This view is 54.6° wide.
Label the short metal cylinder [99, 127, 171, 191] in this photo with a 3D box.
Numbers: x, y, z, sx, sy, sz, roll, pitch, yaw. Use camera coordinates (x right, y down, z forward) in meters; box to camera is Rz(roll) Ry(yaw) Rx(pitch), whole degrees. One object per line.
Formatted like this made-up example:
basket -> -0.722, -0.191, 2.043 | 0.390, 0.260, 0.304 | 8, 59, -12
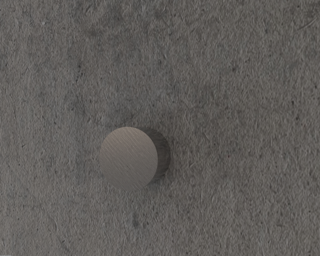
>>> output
short metal cylinder -> -0.032, 0.038, 0.407 | 0.080, 0.050, 0.080 | 0, 90, 20
